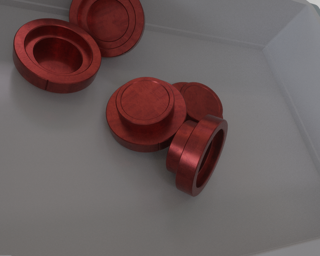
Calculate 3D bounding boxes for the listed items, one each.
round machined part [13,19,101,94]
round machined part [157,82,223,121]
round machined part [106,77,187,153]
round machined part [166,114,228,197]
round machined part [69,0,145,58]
[{"bbox_3d":[-0.125,-0.082,0.377,0.099,0.042,0.098,14,56,-21],"label":"round machined part"},{"bbox_3d":[0.049,-0.026,0.436,0.099,0.042,0.098,14,56,-21],"label":"round machined part"},{"bbox_3d":[-0.017,-0.023,0.375,0.099,0.042,0.098,0,60,1],"label":"round machined part"},{"bbox_3d":[0.042,0.029,0.372,0.042,0.097,0.098,22,47,23],"label":"round machined part"},{"bbox_3d":[-0.069,-0.146,0.424,0.098,0.098,0.042,34,11,-6],"label":"round machined part"}]
